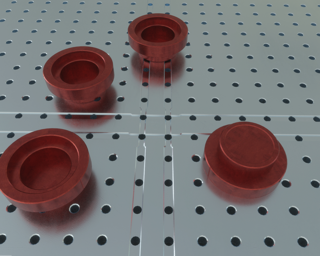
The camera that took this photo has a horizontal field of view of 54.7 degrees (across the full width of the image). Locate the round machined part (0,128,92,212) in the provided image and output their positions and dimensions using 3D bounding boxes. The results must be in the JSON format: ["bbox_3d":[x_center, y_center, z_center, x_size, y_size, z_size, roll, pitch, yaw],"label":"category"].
[{"bbox_3d":[-0.127,0.051,0.352,0.099,0.042,0.098,0,50,0],"label":"round machined part"}]

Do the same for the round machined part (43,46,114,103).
[{"bbox_3d":[-0.117,-0.075,0.458,0.099,0.042,0.098,0,50,0],"label":"round machined part"}]

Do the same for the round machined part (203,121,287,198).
[{"bbox_3d":[0.103,0.031,0.372,0.099,0.042,0.098,0,50,0],"label":"round machined part"}]

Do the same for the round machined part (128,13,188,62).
[{"bbox_3d":[-0.003,-0.149,0.522,0.099,0.042,0.098,0,50,0],"label":"round machined part"}]
